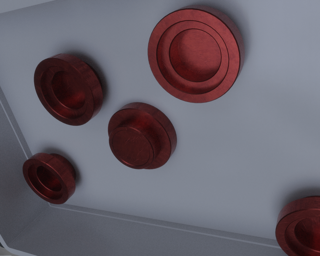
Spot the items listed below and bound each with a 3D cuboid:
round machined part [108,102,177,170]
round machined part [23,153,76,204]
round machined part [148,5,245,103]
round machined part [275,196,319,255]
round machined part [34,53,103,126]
[{"bbox_3d":[-0.030,0.018,0.425,0.098,0.042,0.097,13,124,21],"label":"round machined part"},{"bbox_3d":[-0.190,0.084,0.550,0.098,0.042,0.097,13,124,21],"label":"round machined part"},{"bbox_3d":[0.040,-0.079,0.328,0.098,0.042,0.097,13,124,21],"label":"round machined part"},{"bbox_3d":[0.193,0.121,0.371,0.098,0.042,0.097,13,124,21],"label":"round machined part"},{"bbox_3d":[-0.120,-0.055,0.427,0.098,0.042,0.097,13,124,21],"label":"round machined part"}]
